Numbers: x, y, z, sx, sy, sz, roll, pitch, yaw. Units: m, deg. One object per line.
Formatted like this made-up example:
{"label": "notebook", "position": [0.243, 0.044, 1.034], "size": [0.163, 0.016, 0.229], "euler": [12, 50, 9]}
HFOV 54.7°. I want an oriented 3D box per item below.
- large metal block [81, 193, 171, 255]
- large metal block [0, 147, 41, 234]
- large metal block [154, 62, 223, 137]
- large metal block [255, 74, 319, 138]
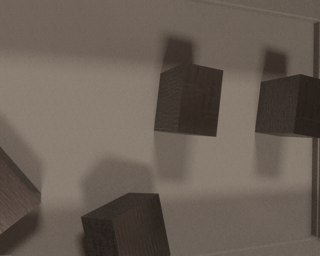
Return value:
{"label": "large metal block", "position": [-0.038, 0.129, 0.366], "size": [0.081, 0.050, 0.079], "euler": [-16, 97, -52]}
{"label": "large metal block", "position": [-0.187, 0.071, 0.328], "size": [0.080, 0.050, 0.080], "euler": [-39, 103, -16]}
{"label": "large metal block", "position": [0.033, -0.032, 0.395], "size": [0.050, 0.080, 0.080], "euler": [7, 88, -20]}
{"label": "large metal block", "position": [0.190, -0.029, 0.453], "size": [0.050, 0.080, 0.080], "euler": [9, 87, -20]}
